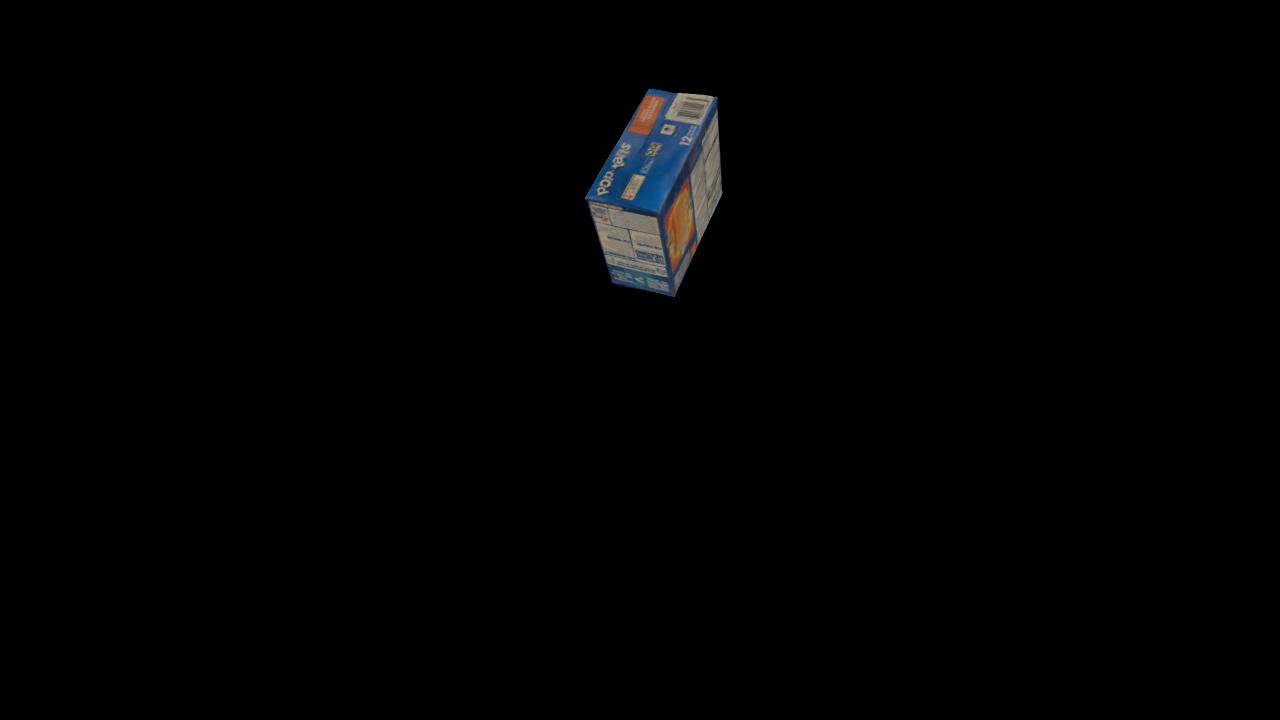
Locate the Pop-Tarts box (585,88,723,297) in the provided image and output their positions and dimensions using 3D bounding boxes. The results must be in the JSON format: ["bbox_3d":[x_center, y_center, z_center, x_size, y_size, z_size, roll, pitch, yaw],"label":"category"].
[{"bbox_3d":[0.023,-0.181,0.674,0.083,0.167,0.141,17,-25,19],"label":"Pop-Tarts box"}]
